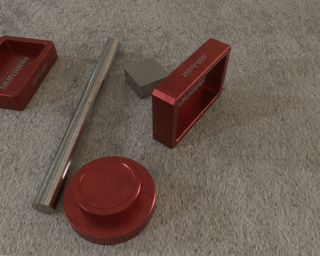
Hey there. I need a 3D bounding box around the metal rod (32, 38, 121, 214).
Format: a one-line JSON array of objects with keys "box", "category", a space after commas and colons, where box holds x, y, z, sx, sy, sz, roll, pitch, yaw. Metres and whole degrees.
[{"box": [-0.101, -0.027, 0.424, 0.025, 0.025, 0.300, 7, 50, 5], "category": "metal rod"}]

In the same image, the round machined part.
[{"box": [-0.054, 0.070, 0.333, 0.099, 0.042, 0.098, 0, 50, 0], "category": "round machined part"}]

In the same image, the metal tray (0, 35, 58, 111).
[{"box": [-0.224, -0.087, 0.470, 0.090, 0.030, 0.130, 8, 50, 6], "category": "metal tray"}]

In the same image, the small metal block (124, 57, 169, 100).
[{"box": [-0.019, -0.076, 0.467, 0.050, 0.025, 0.050, -25, 55, -20], "category": "small metal block"}]

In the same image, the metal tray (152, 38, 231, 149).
[{"box": [0.041, -0.045, 0.399, 0.030, 0.089, 0.131, 30, 56, 22], "category": "metal tray"}]
